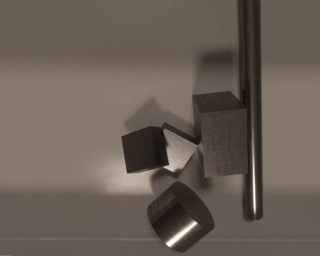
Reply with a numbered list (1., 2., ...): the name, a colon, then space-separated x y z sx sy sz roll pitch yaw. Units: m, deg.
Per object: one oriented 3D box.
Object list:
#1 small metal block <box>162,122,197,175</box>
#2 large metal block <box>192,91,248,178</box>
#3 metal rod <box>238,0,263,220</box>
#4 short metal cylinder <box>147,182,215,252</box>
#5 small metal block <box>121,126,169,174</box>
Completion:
1. small metal block: 0.016 0.028 0.422 0.050 0.025 0.050 28 108 -10
2. large metal block: 0.072 0.005 0.385 0.050 0.080 0.079 -6 110 1
3. metal rod: 0.122 -0.009 0.409 0.025 0.025 0.298 -7 110 2
4. short metal cylinder: 0.029 0.121 0.427 0.080 0.080 0.050 42 105 -14
5. small metal block: -0.020 0.029 0.399 0.050 0.025 0.050 -19 74 34
